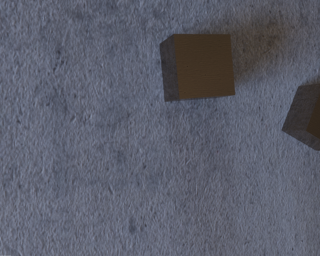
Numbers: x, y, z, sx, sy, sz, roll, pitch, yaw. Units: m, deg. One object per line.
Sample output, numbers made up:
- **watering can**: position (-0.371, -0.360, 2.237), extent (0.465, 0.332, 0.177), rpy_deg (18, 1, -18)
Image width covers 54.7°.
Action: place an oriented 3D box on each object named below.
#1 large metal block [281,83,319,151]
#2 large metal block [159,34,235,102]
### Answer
- **large metal block**: position (0.254, -0.015, 0.492), extent (0.080, 0.050, 0.080), rpy_deg (27, 81, -18)
- **large metal block**: position (0.049, -0.079, 0.415), extent (0.081, 0.050, 0.079), rpy_deg (-6, 92, -20)
